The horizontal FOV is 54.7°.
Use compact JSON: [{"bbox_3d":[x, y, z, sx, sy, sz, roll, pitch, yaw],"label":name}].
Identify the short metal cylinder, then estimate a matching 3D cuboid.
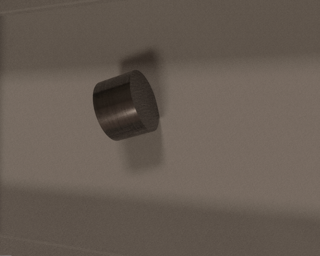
[{"bbox_3d":[-0.041,-0.028,0.395,0.050,0.080,0.080,-16,85,19],"label":"short metal cylinder"}]
